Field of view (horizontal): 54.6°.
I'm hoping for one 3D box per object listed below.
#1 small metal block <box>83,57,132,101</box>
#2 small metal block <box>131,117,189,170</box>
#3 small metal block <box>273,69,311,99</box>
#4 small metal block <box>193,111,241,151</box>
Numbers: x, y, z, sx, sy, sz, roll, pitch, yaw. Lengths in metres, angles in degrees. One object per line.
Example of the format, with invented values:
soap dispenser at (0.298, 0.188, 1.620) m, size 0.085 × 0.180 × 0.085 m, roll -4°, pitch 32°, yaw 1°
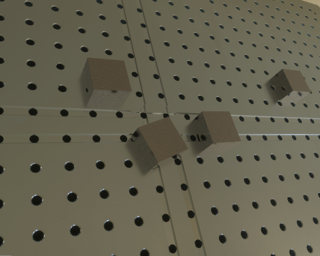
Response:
small metal block at (-0.070, -0.063, 0.409) m, size 0.050 × 0.025 × 0.050 m, roll -2°, pitch 63°, yaw -29°
small metal block at (0.000, 0.019, 0.396) m, size 0.050 × 0.025 × 0.050 m, roll -21°, pitch 73°, yaw -36°
small metal block at (0.253, -0.084, 0.594) m, size 0.050 × 0.025 × 0.050 m, roll 0°, pitch 62°, yaw -28°
small metal block at (0.083, 0.004, 0.450) m, size 0.050 × 0.025 × 0.050 m, roll -1°, pitch 63°, yaw -29°
